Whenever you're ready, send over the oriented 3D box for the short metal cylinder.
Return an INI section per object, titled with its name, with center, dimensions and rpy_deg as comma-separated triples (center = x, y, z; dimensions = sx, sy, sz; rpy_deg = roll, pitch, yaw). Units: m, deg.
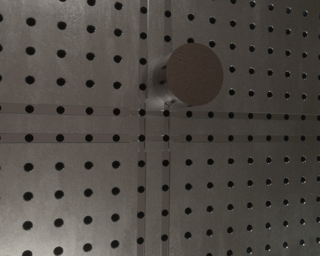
[short metal cylinder]
center = 0.037, -0.068, 0.414
dimensions = 0.081, 0.050, 0.079
rpy_deg = 0, 90, -21
